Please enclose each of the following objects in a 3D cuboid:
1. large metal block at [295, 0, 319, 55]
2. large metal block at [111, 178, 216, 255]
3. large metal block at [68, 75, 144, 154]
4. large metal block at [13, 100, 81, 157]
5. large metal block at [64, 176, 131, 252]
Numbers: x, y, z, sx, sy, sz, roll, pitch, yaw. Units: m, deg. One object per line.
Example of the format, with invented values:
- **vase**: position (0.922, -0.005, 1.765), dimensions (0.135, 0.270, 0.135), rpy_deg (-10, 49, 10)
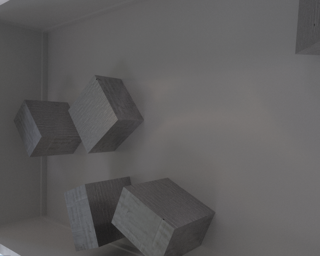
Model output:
- **large metal block**: position (0.148, -0.104, 0.240), dimensions (0.050, 0.080, 0.079), rpy_deg (4, 93, 4)
- **large metal block**: position (0.004, 0.106, 0.368), dimensions (0.080, 0.081, 0.050), rpy_deg (31, 110, 35)
- **large metal block**: position (-0.082, -0.019, 0.458), dimensions (0.080, 0.050, 0.080), rpy_deg (-44, 64, 31)
- **large metal block**: position (-0.187, 0.000, 0.526), dimensions (0.050, 0.081, 0.080), rpy_deg (-50, 61, 28)
- **large metal block**: position (-0.078, 0.118, 0.436), dimensions (0.050, 0.081, 0.080), rpy_deg (-26, 74, 37)
